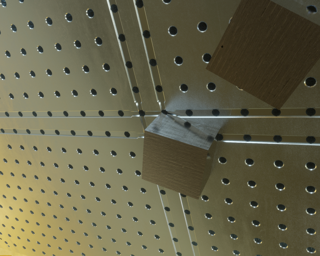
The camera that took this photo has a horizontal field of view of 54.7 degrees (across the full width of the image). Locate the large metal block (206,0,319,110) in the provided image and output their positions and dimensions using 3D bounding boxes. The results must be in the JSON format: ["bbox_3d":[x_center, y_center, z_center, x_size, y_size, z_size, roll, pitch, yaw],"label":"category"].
[{"bbox_3d":[0.103,-0.077,0.293,0.080,0.050,0.079,31,128,7],"label":"large metal block"}]

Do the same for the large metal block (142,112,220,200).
[{"bbox_3d":[0.025,0.035,0.402,0.080,0.050,0.079,17,125,18],"label":"large metal block"}]
